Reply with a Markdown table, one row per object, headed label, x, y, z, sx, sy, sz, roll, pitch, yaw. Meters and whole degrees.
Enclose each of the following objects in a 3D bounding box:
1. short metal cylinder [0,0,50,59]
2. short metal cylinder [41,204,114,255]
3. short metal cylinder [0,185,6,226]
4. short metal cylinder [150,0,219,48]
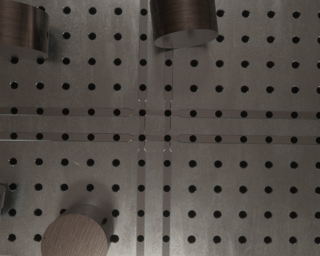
| label | x | y | z | sx | sy | sz | roll | pitch | yaw |
| --- | --- | --- | --- | --- | --- | --- | --- | --- | --- |
| short metal cylinder | -0.180 | -0.118 | 0.383 | 0.081 | 0.080 | 0.050 | 2 | 90 | -1 |
| short metal cylinder | -0.104 | 0.144 | 0.400 | 0.081 | 0.050 | 0.079 | 0 | 90 | -1 |
| short metal cylinder | -0.239 | 0.098 | 0.383 | 0.080 | 0.080 | 0.050 | 10 | 90 | -1 |
| short metal cylinder | 0.030 | -0.135 | 0.386 | 0.081 | 0.080 | 0.050 | -7 | 90 | 0 |
